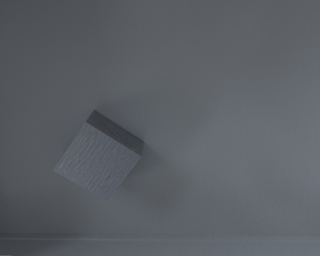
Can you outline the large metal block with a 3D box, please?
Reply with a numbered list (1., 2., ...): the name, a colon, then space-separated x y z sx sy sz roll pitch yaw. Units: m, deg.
1. large metal block: -0.079 0.036 0.411 0.080 0.050 0.080 34 107 -12
